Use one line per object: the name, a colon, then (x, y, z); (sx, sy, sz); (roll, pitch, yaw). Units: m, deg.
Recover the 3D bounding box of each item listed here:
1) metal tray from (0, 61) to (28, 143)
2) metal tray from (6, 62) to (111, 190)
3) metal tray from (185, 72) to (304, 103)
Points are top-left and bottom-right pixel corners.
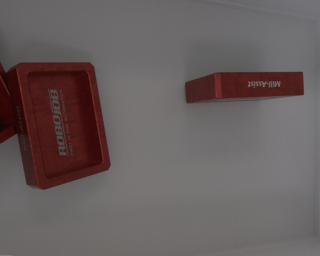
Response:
metal tray: (-0.191, -0.041, 0.294); (0.030, 0.090, 0.129); (-10, 111, 23)
metal tray: (-0.110, -0.006, 0.348); (0.091, 0.030, 0.129); (-12, 95, -45)
metal tray: (0.111, -0.053, 0.416); (0.131, 0.090, 0.030); (-4, 92, -20)
